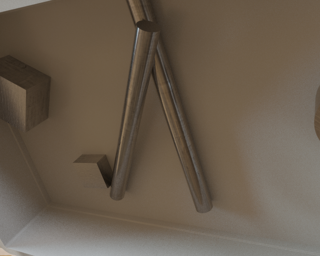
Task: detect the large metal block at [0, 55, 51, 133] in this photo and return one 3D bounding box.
[{"bbox_3d":[-0.218,-0.052,0.472,0.080,0.050,0.079,28,128,10],"label":"large metal block"}]

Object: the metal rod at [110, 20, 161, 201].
[{"bbox_3d":[-0.041,0.004,0.411,0.025,0.025,0.298,26,133,11],"label":"metal rod"}]

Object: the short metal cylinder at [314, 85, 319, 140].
[{"bbox_3d":[0.187,-0.016,0.284,0.080,0.050,0.079,13,124,20],"label":"short metal cylinder"}]

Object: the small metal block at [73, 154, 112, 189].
[{"bbox_3d":[-0.107,0.071,0.507,0.050,0.025,0.050,-3,117,29],"label":"small metal block"}]

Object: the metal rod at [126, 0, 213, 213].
[{"bbox_3d":[0.018,-0.017,0.387,0.025,0.025,0.298,-5,116,30],"label":"metal rod"}]
